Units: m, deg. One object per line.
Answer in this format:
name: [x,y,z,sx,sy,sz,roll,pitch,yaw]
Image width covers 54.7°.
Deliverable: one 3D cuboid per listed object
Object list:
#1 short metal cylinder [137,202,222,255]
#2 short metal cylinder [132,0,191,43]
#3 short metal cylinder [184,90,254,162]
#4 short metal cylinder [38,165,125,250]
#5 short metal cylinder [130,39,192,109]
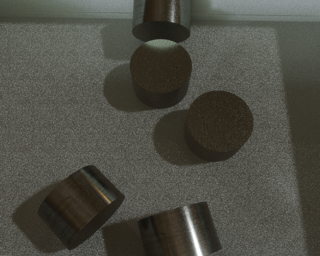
short metal cylinder: [0.020,0.117,0.338,0.081,0.080,0.050,-14,71,-6]
short metal cylinder: [0.003,-0.155,0.432,0.081,0.080,0.050,2,84,0]
short metal cylinder: [0.073,-0.001,0.398,0.081,0.050,0.080,0,70,0]
short metal cylinder: [-0.086,0.088,0.347,0.050,0.080,0.080,43,75,13]
short metal cylinder: [0.001,-0.073,0.423,0.081,0.050,0.080,0,70,0]
